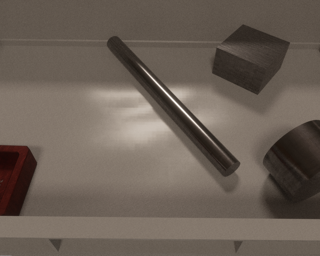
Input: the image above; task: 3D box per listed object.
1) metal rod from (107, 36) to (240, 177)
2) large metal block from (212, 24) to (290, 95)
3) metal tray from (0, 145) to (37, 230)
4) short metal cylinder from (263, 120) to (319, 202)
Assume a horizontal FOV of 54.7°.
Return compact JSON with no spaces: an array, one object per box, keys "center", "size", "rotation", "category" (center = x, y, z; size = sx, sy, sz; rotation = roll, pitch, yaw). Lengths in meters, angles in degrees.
[{"center":[0.003,-0.048,0.445],"size":[0.025,0.025,0.300],"rotation":[-26,55,-21],"category":"metal rod"},{"center":[0.140,-0.108,0.482],"size":[0.080,0.050,0.080],"rotation":[31,56,23],"category":"large metal block"},{"center":[-0.218,0.062,0.346],"size":[0.131,0.030,0.090],"rotation":[2,50,1],"category":"metal tray"},{"center":[0.163,0.037,0.340],"size":[0.081,0.080,0.050],"rotation":[-19,53,-16],"category":"short metal cylinder"}]
